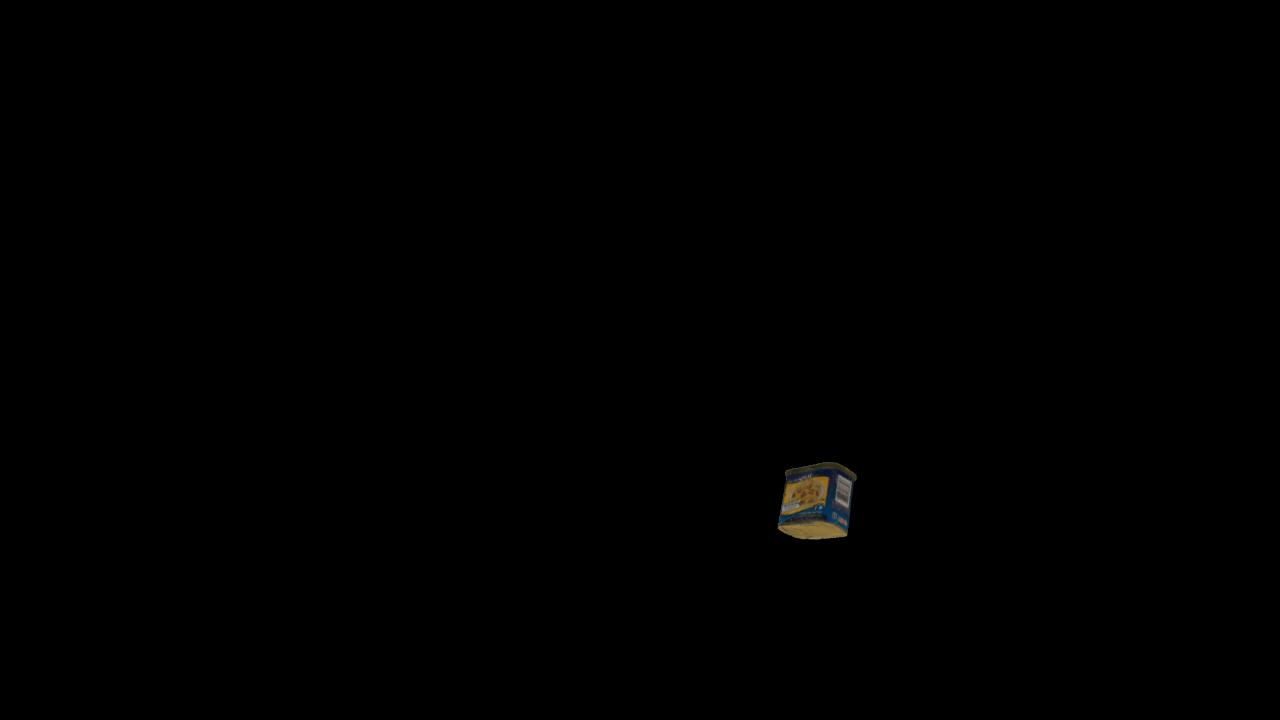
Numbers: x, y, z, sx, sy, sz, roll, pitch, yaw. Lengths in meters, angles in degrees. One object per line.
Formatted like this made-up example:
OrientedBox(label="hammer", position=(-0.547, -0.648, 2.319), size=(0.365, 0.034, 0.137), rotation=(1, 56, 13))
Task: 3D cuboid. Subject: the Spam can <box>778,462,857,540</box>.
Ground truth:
OrientedBox(label="Spam can", position=(0.241, 0.195, 0.843), size=(0.058, 0.085, 0.101), rotation=(31, -31, -20))
